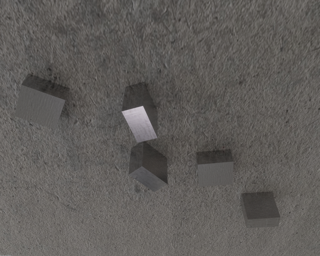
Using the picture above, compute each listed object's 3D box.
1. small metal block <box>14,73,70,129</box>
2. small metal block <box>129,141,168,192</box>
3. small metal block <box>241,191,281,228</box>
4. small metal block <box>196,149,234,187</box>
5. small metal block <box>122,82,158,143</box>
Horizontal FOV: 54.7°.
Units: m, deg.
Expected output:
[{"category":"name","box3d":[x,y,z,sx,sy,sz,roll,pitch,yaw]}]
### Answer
[{"category":"small metal block","box3d":[-0.144,-0.032,0.379,0.050,0.025,0.050,20,127,-16]},{"category":"small metal block","box3d":[-0.016,0.054,0.436,0.025,0.050,0.050,-35,122,26]},{"category":"small metal block","box3d":[0.162,0.133,0.506,0.050,0.050,0.025,-4,130,3]},{"category":"small metal block","box3d":[0.081,0.060,0.459,0.050,0.025,0.050,-6,130,4]},{"category":"small metal block","box3d":[-0.023,-0.019,0.374,0.025,0.050,0.050,-14,129,11]}]
